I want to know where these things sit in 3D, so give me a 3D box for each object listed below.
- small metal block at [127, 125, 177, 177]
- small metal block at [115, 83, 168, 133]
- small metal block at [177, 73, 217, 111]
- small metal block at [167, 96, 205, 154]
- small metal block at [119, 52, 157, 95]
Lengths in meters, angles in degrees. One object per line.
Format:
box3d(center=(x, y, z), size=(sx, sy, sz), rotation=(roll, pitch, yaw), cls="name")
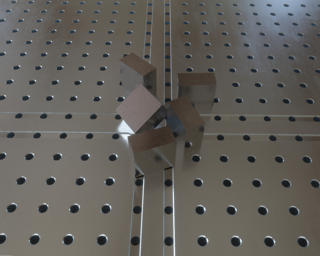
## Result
box3d(center=(-0.009, 0.028, 0.368), size=(0.050, 0.050, 0.025), rotation=(-15, 52, -13), cls="small metal block")
box3d(center=(-0.023, -0.023, 0.411), size=(0.050, 0.025, 0.050), rotation=(-46, 57, 6), cls="small metal block")
box3d(center=(0.049, -0.050, 0.434), size=(0.050, 0.050, 0.025), rotation=(-1, 50, -1), cls="small metal block")
box3d(center=(0.031, -0.004, 0.395), size=(0.025, 0.050, 0.050), rotation=(-19, 53, -16), cls="small metal block")
box3d(center=(-0.032, -0.074, 0.453), size=(0.050, 0.050, 0.025), rotation=(37, 59, 26), cls="small metal block")
